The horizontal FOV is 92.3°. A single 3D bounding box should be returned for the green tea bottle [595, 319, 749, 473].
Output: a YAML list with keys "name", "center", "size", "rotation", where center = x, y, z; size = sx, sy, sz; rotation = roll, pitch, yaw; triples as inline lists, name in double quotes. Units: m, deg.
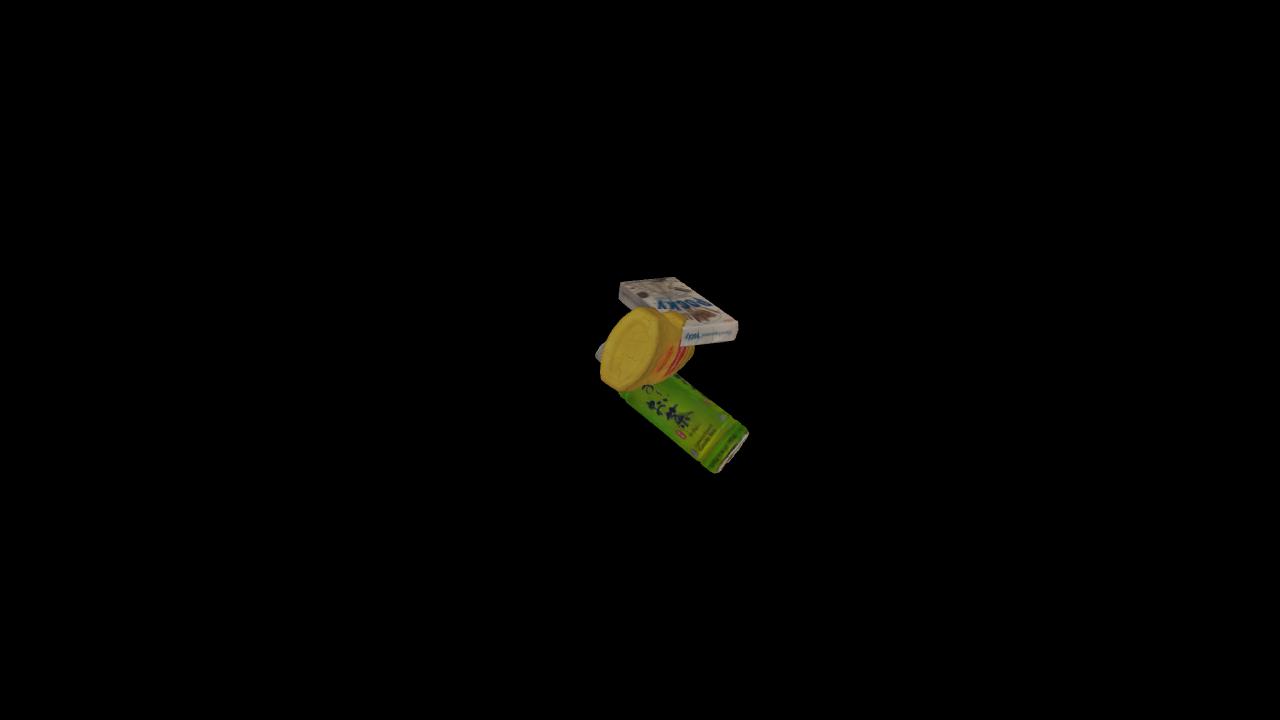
- name: "green tea bottle"
  center: [0.032, 0.050, 0.759]
  size: [0.212, 0.073, 0.073]
  rotation: [36, 10, 15]

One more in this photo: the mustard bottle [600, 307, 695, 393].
- name: "mustard bottle"
  center: [0.022, -0.014, 0.700]
  size: [0.054, 0.092, 0.184]
  rotation: [26, 11, 19]

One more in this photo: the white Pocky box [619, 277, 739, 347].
- name: "white Pocky box"
  center: [0.042, -0.061, 0.752]
  size: [0.084, 0.028, 0.154]
  rotation: [-8, 30, -26]
